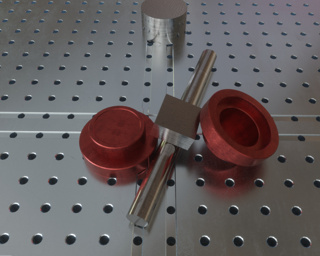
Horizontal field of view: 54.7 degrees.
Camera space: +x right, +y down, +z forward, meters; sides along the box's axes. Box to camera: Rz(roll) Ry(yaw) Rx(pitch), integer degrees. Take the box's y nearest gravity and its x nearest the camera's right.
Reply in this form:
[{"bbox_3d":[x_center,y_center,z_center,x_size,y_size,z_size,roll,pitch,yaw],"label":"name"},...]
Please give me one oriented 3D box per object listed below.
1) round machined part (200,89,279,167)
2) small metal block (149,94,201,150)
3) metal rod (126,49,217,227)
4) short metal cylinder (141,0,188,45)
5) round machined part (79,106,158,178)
[{"bbox_3d":[0.092,0.003,0.379,0.099,0.042,0.098,14,53,-19],"label":"round machined part"},{"bbox_3d":[0.021,-0.008,0.380,0.050,0.025,0.050,22,53,-3],"label":"small metal block"},{"bbox_3d":[0.028,-0.010,0.416,0.025,0.025,0.301,16,52,13],"label":"metal rod"},{"bbox_3d":[0.007,-0.194,0.554,0.080,0.050,0.080,0,50,0],"label":"short metal cylinder"},{"bbox_3d":[-0.051,0.010,0.388,0.099,0.042,0.098,0,50,0],"label":"round machined part"}]
